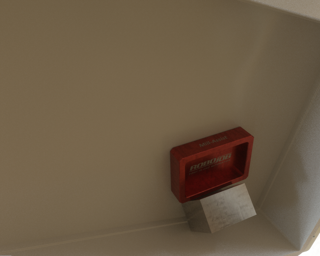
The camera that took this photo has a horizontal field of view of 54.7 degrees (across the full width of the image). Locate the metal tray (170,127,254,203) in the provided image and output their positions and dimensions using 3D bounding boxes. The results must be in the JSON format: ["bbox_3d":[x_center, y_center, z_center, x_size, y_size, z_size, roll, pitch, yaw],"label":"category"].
[{"bbox_3d":[0.082,0.057,0.487,0.131,0.030,0.089,-16,125,-20],"label":"metal tray"}]

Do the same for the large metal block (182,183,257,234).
[{"bbox_3d":[0.091,0.129,0.498,0.081,0.050,0.080,-15,169,-21],"label":"large metal block"}]
